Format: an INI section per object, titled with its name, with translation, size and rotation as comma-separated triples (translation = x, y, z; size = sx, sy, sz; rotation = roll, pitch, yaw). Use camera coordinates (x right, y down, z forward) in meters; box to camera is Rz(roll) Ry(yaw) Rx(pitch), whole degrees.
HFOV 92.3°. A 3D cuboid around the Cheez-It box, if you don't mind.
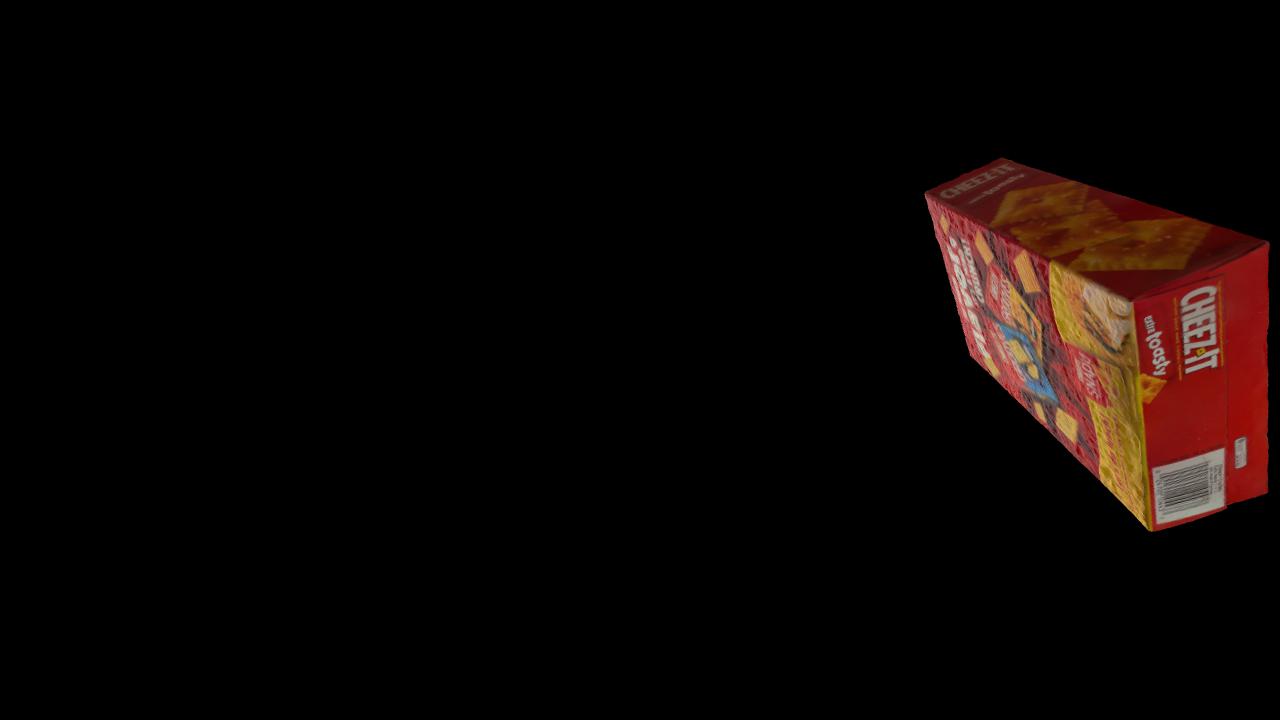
[Cheez-It box]
translation = 0.285, -0.027, 0.408
size = 0.071, 0.166, 0.223
rotation = -24, 26, 11
